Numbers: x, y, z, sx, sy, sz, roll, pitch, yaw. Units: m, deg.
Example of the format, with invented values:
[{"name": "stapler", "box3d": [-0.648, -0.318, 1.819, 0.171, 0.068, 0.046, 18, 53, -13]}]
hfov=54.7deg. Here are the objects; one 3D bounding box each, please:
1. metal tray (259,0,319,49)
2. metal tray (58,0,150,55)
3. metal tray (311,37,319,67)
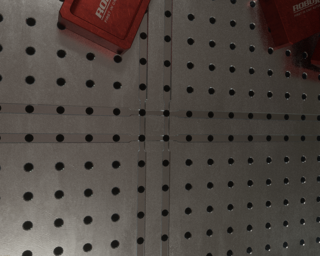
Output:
[{"name": "metal tray", "box3d": [0.231, -0.193, 0.497, 0.131, 0.030, 0.090, -26, 99, -18]}, {"name": "metal tray", "box3d": [-0.059, -0.171, 0.388, 0.090, 0.030, 0.130, 24, 82, -19]}, {"name": "metal tray", "box3d": [0.304, -0.153, 0.498, 0.091, 0.030, 0.129, 12, 101, -31]}]
